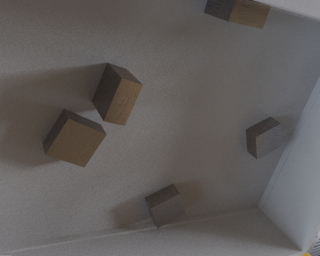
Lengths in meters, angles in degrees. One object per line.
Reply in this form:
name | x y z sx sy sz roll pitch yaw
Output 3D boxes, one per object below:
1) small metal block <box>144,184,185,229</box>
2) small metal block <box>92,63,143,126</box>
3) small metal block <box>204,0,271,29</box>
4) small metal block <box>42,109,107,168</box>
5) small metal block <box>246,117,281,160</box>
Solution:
small metal block | 0.008 0.123 0.489 0.050 0.025 0.050 -24 127 -14
small metal block | -0.049 -0.038 0.342 0.025 0.050 0.050 14 111 -34
small metal block | 0.088 -0.136 0.356 0.050 0.050 0.025 0 118 -29
small metal block | -0.100 0.013 0.362 0.050 0.025 0.050 27 104 -37
small metal block | 0.172 0.017 0.513 0.050 0.025 0.050 -26 128 -12
